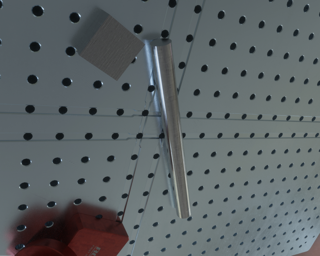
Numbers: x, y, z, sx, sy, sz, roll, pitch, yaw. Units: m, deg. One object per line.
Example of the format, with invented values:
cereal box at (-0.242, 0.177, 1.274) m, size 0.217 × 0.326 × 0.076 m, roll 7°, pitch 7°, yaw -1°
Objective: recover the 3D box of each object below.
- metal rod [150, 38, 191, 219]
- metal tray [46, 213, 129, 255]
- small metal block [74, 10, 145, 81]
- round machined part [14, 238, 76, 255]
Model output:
metal rod at (0.021, 0.023, 0.438) m, size 0.025 × 0.025 × 0.298 m, roll -21°, pitch 127°, yaw -16°
metal tray at (-0.119, 0.194, 0.464) m, size 0.090 × 0.030 × 0.130 m, roll 28°, pitch 103°, yaw -38°
small metal block at (-0.053, -0.087, 0.329) m, size 0.050 × 0.025 × 0.050 m, roll 32°, pitch 100°, yaw -39°
round machined part at (-0.156, 0.201, 0.406) m, size 0.099 × 0.042 × 0.097 m, roll 1°, pitch 97°, yaw 8°
